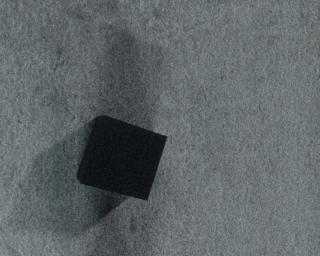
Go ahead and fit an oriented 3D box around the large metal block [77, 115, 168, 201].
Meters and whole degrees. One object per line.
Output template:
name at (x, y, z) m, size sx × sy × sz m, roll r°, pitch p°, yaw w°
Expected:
large metal block at (-0.047, 0.035, 0.379) m, size 0.081 × 0.050 × 0.080 m, roll 20°, pitch 83°, yaw -19°
